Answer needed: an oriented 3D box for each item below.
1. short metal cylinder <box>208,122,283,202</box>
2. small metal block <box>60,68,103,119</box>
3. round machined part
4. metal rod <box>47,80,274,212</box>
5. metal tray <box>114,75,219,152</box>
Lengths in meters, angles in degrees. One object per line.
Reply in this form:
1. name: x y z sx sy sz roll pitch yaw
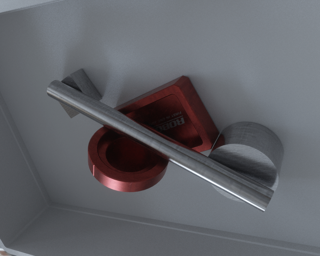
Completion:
1. short metal cylinder: 0.099 0.040 0.362 0.080 0.050 0.079 13 124 20
2. small metal block: -0.119 -0.048 0.437 0.050 0.025 0.050 -24 106 36
3. round machined part: -0.040 0.039 0.386 0.098 0.098 0.042 25 135 12
4. metal rod: -0.015 0.011 0.367 0.301 0.025 0.025 27 128 19
5. metal tray: -0.002 -0.002 0.401 0.130 0.030 0.090 -21 108 35
